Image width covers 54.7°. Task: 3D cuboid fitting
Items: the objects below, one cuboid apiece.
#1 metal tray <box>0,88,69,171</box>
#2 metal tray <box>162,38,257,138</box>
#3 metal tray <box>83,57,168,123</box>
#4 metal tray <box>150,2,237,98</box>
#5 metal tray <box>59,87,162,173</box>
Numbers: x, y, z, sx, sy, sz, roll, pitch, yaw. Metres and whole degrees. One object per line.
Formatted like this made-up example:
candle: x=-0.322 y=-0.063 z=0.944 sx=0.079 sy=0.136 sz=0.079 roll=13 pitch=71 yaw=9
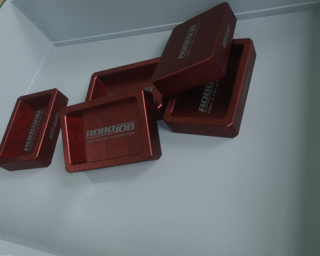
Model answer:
metal tray: x=-0.208 y=0.002 z=0.507 sx=0.090 sy=0.030 sz=0.130 roll=-8 pitch=58 yaw=23
metal tray: x=0.066 y=-0.054 z=0.400 sx=0.090 sy=0.030 sz=0.130 roll=5 pitch=64 yaw=30
metal tray: x=-0.047 y=-0.050 z=0.456 sx=0.130 sy=0.030 sz=0.090 roll=-8 pitch=58 yaw=23
metal tray: x=0.047 y=-0.104 z=0.408 sx=0.090 sy=0.030 sz=0.130 roll=-15 pitch=40 yaw=36
metal tray: x=-0.068 y=0.006 z=0.408 sx=0.130 sy=0.030 sz=0.090 roll=-12 pitch=82 yaw=23
